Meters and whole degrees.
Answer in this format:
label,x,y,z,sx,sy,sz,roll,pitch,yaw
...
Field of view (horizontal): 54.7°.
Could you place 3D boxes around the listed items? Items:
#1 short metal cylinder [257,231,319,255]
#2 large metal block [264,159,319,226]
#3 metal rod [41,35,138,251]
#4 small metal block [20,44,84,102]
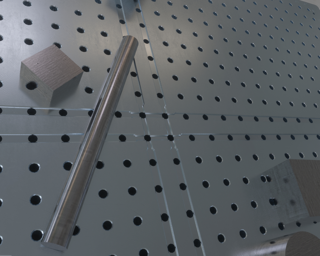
label,x,y,z,sx,sy,sz,roll,pitch,yaw
short metal cylinder,0.166,0.172,0.377,0.081,0.050,0.080,14,56,-21
large metal block,0.211,0.093,0.449,0.081,0.050,0.080,5,60,-26
metal rod,-0.071,-0.009,0.375,0.025,0.025,0.300,23,53,-14
small metal block,-0.132,-0.068,0.379,0.050,0.025,0.050,42,51,1
